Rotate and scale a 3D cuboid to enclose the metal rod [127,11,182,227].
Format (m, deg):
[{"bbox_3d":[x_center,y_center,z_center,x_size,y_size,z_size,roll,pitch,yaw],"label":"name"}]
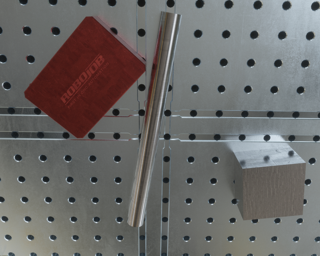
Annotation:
[{"bbox_3d":[-0.012,0.003,0.414,0.025,0.025,0.298,9,110,-4],"label":"metal rod"}]

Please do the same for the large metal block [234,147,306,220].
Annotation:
[{"bbox_3d":[0.149,0.076,0.430,0.080,0.050,0.079,-6,110,1],"label":"large metal block"}]

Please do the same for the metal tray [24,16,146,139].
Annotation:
[{"bbox_3d":[-0.092,-0.061,0.387,0.090,0.030,0.130,41,105,-14],"label":"metal tray"}]
